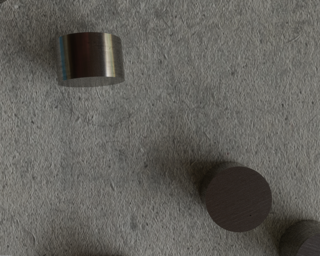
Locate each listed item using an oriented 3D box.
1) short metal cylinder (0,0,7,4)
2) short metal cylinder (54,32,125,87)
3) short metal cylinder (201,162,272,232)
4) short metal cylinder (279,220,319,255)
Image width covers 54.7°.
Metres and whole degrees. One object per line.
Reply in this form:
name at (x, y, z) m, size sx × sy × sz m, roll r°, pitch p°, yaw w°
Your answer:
short metal cylinder at (-0.232, -0.206, 0.395) m, size 0.081 × 0.050 × 0.080 m, roll 0°, pitch 90°, yaw 0°
short metal cylinder at (-0.086, -0.081, 0.382) m, size 0.080 × 0.080 × 0.050 m, roll -5°, pitch 90°, yaw 0°
short metal cylinder at (0.095, 0.086, 0.398) m, size 0.081 × 0.050 × 0.080 m, roll 0°, pitch 90°, yaw 0°
short metal cylinder at (0.203, 0.166, 0.399) m, size 0.081 × 0.050 × 0.080 m, roll 0°, pitch 90°, yaw 0°
